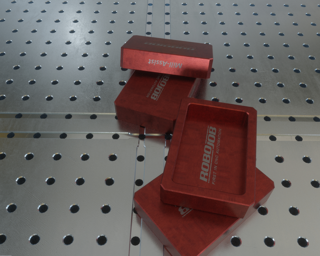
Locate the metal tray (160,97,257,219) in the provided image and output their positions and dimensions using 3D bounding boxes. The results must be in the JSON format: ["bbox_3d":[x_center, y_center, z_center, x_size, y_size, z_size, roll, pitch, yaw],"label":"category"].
[{"bbox_3d":[0.057,0.026,0.343,0.090,0.030,0.130,10,51,7],"label":"metal tray"}]

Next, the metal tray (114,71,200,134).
[{"bbox_3d":[0.002,-0.057,0.453,0.090,0.030,0.130,16,52,12],"label":"metal tray"}]

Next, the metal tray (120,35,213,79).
[{"bbox_3d":[0.013,-0.111,0.475,0.131,0.030,0.090,8,29,4],"label":"metal tray"}]

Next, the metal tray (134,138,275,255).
[{"bbox_3d":[0.048,0.075,0.342,0.131,0.030,0.090,-32,57,-24],"label":"metal tray"}]
